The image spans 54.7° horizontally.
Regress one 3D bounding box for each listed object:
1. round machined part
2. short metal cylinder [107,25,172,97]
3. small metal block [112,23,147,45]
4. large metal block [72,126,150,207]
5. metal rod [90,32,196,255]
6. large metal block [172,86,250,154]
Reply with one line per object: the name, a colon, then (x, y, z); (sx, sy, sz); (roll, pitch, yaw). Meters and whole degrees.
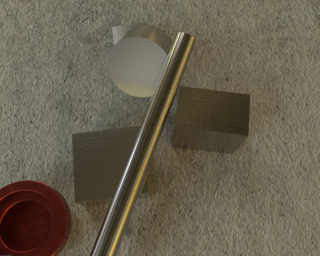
round machined part: (-0.151, 0.112, 0.356); (0.099, 0.042, 0.098); (0, 70, -1)
short metal cylinder: (-0.022, -0.087, 0.403); (0.080, 0.079, 0.050); (11, 35, 3)
small metal block: (-0.041, -0.123, 0.452); (0.050, 0.025, 0.050); (-8, 70, -4)
large metal block: (-0.058, 0.048, 0.377); (0.081, 0.050, 0.080); (-7, 70, -3)
metal rod: (-0.021, 0.031, 0.337); (0.025, 0.025, 0.299); (19, 78, 6)
large metal block: (0.059, -0.007, 0.382); (0.080, 0.080, 0.050); (7, 70, 2)
